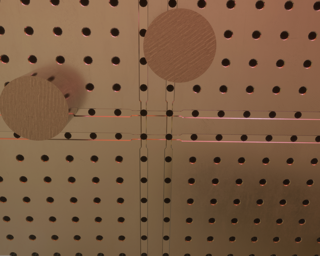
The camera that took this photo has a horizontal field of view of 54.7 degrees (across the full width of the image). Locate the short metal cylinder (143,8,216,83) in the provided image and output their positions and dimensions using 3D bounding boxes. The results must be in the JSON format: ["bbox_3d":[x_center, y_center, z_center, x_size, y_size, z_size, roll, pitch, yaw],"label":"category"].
[{"bbox_3d":[0.022,-0.098,0.364,0.081,0.050,0.079,0,110,0],"label":"short metal cylinder"}]

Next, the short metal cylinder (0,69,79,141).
[{"bbox_3d":[-0.148,-0.030,0.387,0.081,0.050,0.079,0,110,0],"label":"short metal cylinder"}]
